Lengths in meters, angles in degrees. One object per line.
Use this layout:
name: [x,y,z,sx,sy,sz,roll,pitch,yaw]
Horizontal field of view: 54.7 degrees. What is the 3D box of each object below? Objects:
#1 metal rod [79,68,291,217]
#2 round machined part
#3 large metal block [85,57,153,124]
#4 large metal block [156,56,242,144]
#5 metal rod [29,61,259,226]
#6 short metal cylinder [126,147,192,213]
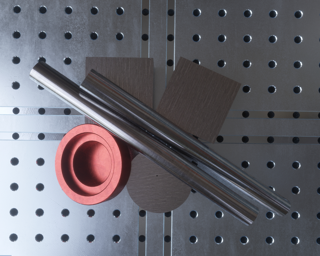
metal rod: [0.042,0.026,0.373,0.301,0.025,0.025,33,90,-15]
round machined part: [-0.079,0.044,0.389,0.098,0.042,0.097,-1,86,23]
large metal block: [-0.049,-0.045,0.393,0.081,0.050,0.079,1,90,0]
large metal block: [0.045,-0.034,0.396,0.080,0.050,0.080,24,90,0]
metal rod: [-0.017,0.018,0.358,0.301,0.025,0.025,34,90,-1]
short metal cylinder: [-0.001,0.062,0.396,0.081,0.050,0.079,0,90,0]
